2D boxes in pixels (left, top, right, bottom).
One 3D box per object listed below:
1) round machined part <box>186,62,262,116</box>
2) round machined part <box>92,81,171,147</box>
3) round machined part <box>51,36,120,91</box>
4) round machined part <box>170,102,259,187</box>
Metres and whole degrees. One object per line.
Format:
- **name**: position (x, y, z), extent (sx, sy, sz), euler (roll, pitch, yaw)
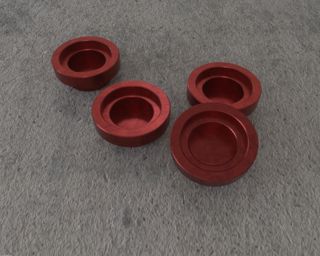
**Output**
- **round machined part**: position (0.086, -0.045, 0.429), extent (0.099, 0.042, 0.098), euler (1, 49, 0)
- **round machined part**: position (-0.036, -0.014, 0.403), extent (0.099, 0.042, 0.098), euler (0, 50, 0)
- **round machined part**: position (-0.109, -0.093, 0.470), extent (0.099, 0.042, 0.098), euler (0, 50, 0)
- **round machined part**: position (0.061, 0.022, 0.365), extent (0.099, 0.042, 0.098), euler (-1, 63, 2)
